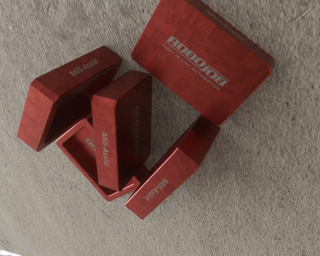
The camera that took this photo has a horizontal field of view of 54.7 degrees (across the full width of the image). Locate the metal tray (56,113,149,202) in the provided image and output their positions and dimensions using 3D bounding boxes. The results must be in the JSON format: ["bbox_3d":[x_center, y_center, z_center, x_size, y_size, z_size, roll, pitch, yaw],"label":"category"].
[{"bbox_3d":[-0.089,0.046,0.478,0.090,0.030,0.130,-32,101,38],"label":"metal tray"}]

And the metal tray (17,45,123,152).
[{"bbox_3d":[-0.103,-0.039,0.369,0.030,0.131,0.089,37,129,3],"label":"metal tray"}]

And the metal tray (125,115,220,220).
[{"bbox_3d":[0.014,0.049,0.388,0.030,0.090,0.129,40,129,1],"label":"metal tray"}]

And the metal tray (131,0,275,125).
[{"bbox_3d":[0.043,-0.075,0.335,0.130,0.030,0.089,39,129,1],"label":"metal tray"}]

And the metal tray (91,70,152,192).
[{"bbox_3d":[-0.044,0.003,0.389,0.030,0.090,0.129,15,125,19],"label":"metal tray"}]
